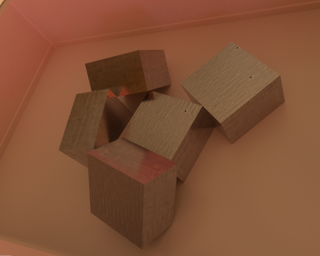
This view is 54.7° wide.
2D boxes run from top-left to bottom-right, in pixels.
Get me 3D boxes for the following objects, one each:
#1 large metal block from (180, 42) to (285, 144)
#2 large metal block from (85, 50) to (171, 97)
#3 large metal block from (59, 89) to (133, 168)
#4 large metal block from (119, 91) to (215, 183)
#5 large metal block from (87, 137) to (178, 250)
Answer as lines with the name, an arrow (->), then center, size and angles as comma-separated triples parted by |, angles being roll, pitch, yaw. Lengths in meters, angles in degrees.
large metal block -> 0.085, -0.043, 0.368 | 0.080, 0.050, 0.080 | -39, 51, 1
large metal block -> -0.041, -0.074, 0.426 | 0.080, 0.080, 0.050 | -8, 100, 25
large metal block -> -0.074, 0.008, 0.401 | 0.050, 0.080, 0.080 | -5, 59, 25
large metal block -> 0.007, 0.008, 0.379 | 0.080, 0.050, 0.080 | 21, 73, 35
large metal block -> -0.031, 0.067, 0.334 | 0.080, 0.079, 0.050 | 22, 31, 34
